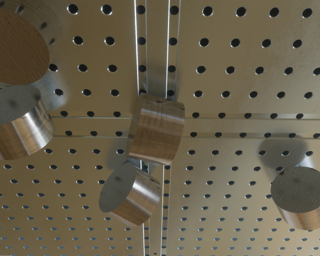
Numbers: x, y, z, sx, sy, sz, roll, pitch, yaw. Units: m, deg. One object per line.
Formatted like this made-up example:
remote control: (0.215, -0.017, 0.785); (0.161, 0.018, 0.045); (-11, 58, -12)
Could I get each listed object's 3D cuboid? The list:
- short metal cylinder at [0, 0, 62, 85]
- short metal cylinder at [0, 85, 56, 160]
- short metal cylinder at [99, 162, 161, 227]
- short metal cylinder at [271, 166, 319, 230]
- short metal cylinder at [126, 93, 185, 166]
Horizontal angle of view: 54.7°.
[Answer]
short metal cylinder: (-0.147, -0.091, 0.316); (0.081, 0.050, 0.079); (0, 130, 0)
short metal cylinder: (-0.173, -0.008, 0.367); (0.080, 0.080, 0.050); (-6, 130, 4)
short metal cylinder: (-0.045, 0.098, 0.459); (0.080, 0.080, 0.050); (-36, 122, 26)
short metal cylinder: (0.215, 0.105, 0.467); (0.080, 0.080, 0.050); (-22, 127, 18)
short metal cylinder: (-0.007, 0.002, 0.377); (0.050, 0.080, 0.079); (13, 129, -11)
